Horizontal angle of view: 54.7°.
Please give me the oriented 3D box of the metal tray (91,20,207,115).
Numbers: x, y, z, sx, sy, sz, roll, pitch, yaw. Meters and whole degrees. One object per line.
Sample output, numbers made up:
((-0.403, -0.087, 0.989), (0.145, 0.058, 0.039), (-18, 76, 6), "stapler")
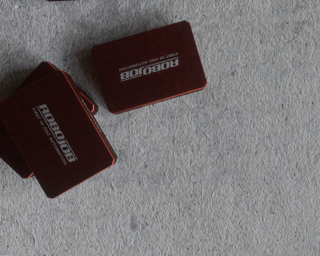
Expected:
((-0.014, -0.078, 0.407), (0.131, 0.030, 0.090), (-16, 90, 0), "metal tray")

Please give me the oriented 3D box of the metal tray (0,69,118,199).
((-0.123, 0.007, 0.376), (0.090, 0.030, 0.130), (-30, 90, 0), "metal tray")

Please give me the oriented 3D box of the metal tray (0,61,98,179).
((-0.158, -0.010, 0.406), (0.090, 0.030, 0.130), (44, 90, 0), "metal tray")
